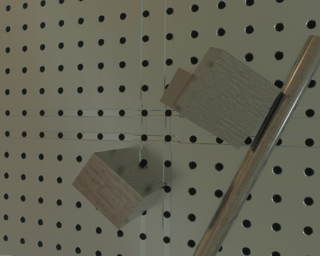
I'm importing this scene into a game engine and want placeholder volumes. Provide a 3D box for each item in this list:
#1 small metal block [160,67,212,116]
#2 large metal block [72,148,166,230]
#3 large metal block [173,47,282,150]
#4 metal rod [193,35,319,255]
[{"bbox_3d":[0.036,-0.043,0.399,0.050,0.025,0.050,33,100,16],"label":"small metal block"},{"bbox_3d":[-0.050,0.073,0.400,0.080,0.080,0.050,39,102,15],"label":"large metal block"},{"bbox_3d":[0.074,-0.035,0.355,0.080,0.050,0.080,30,101,-15],"label":"large metal block"},{"bbox_3d":[0.117,0.034,0.371,0.025,0.025,0.298,28,99,17],"label":"metal rod"}]
